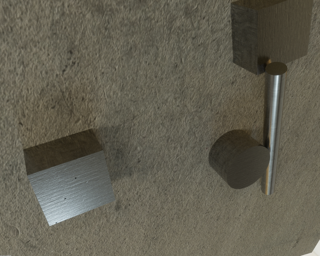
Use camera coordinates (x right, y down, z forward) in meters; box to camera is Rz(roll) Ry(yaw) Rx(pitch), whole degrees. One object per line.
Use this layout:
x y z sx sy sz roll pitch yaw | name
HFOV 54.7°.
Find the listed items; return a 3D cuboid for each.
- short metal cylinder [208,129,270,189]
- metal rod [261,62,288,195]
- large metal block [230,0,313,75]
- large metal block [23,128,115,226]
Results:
0.125 0.049 0.489 0.081 0.050 0.079 -14 124 -21 | short metal cylinder
0.173 0.023 0.482 0.025 0.025 0.299 -30 139 -9 | metal rod
0.139 -0.124 0.390 0.081 0.050 0.080 -23 127 -15 | large metal block
-0.106 0.057 0.368 0.081 0.050 0.079 -18 126 -18 | large metal block
